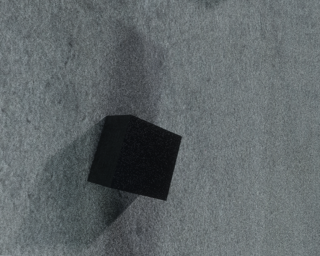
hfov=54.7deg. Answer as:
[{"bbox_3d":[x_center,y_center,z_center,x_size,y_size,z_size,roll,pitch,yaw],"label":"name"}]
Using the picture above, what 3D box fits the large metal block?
[{"bbox_3d":[-0.028,0.036,0.367,0.080,0.050,0.080,24,75,-38],"label":"large metal block"}]
